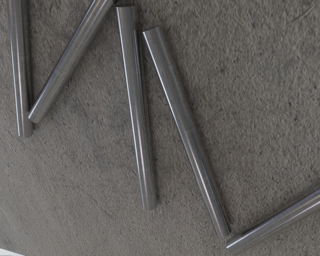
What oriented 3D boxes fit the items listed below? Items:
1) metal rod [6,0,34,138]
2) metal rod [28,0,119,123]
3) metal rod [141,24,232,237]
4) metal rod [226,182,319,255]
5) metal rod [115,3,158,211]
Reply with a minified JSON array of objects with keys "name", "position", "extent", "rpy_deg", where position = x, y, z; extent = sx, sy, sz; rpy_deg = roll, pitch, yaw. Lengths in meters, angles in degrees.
[{"name":"metal rod","position":[-0.201,-0.108,0.446],"extent":[0.025,0.025,0.298],"rpy_deg":[24,127,13]},{"name":"metal rod","position":[-0.114,-0.096,0.407],"extent":[0.025,0.025,0.299],"rpy_deg":[45,129,-3]},{"name":"metal rod","position":[0.042,0.019,0.396],"extent":[0.025,0.025,0.299],"rpy_deg":[-8,115,31]},{"name":"metal rod","position":[0.179,0.085,0.364],"extent":[0.025,0.025,0.298],"rpy_deg":[39,129,2]},{"name":"metal rod","position":[-0.027,-0.007,0.416],"extent":[0.025,0.025,0.298],"rpy_deg":[9,123,23]}]
